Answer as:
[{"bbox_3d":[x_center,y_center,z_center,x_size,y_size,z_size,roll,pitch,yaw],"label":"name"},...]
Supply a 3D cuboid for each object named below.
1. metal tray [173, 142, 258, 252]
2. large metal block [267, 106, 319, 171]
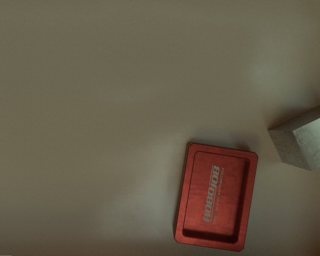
[{"bbox_3d":[0.072,0.089,0.409,0.091,0.030,0.129,9,90,-1],"label":"metal tray"},{"bbox_3d":[0.195,0.009,0.387,0.080,0.080,0.050,-25,90,0],"label":"large metal block"}]
